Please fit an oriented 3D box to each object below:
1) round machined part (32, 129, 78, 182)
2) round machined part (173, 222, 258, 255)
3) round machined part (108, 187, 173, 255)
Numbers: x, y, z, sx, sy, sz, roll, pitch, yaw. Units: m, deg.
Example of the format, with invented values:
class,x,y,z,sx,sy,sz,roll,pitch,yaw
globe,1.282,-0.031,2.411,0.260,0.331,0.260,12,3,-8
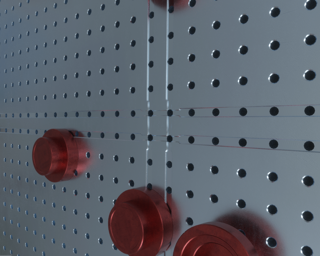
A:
class,x,y,z,sx,sy,sz,roll,pitch,yaw
round machined part,-0.195,0.050,0.562,0.098,0.042,0.097,0,90,40
round machined part,0.065,0.153,0.341,0.098,0.042,0.098,-5,81,37
round machined part,-0.034,0.134,0.428,0.098,0.042,0.097,0,90,40
